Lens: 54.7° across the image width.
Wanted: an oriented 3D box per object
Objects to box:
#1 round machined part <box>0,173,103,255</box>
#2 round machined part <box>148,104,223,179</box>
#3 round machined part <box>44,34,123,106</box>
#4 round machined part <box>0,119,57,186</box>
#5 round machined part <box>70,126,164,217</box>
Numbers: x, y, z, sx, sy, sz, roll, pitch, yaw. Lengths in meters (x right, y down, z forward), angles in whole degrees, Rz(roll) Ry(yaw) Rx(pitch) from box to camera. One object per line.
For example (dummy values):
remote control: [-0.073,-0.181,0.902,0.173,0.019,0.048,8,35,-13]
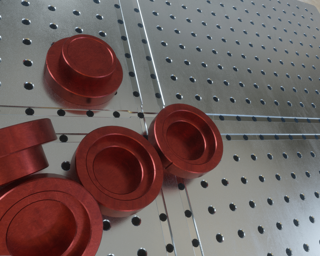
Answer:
round machined part: [-0.104,0.088,0.270,0.099,0.042,0.097,-2,94,-31]
round machined part: [0.029,0.020,0.402,0.099,0.042,0.098,14,56,-21]
round machined part: [-0.094,-0.081,0.397,0.099,0.042,0.098,14,56,-21]
round machined part: [-0.140,0.027,0.275,0.099,0.098,0.042,-21,94,-36]
round machined part: [-0.049,0.049,0.339,0.099,0.042,0.098,17,52,-22]
